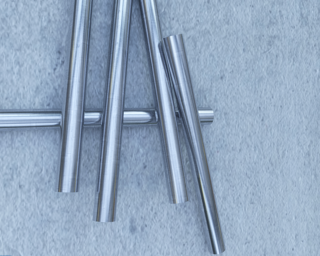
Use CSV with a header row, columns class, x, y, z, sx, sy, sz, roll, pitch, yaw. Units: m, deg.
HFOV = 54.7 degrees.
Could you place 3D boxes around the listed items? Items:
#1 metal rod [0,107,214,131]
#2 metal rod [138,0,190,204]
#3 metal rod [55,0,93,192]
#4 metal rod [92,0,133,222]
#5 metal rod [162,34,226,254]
class,x,y,z,sx,sy,sz,roll,pitch,yaw
metal rod,-0.072,-0.012,0.382,0.303,0.025,0.025,-2,91,-21
metal rod,0.001,-0.058,0.388,0.025,0.025,0.298,-7,85,-20
metal rod,-0.095,-0.079,0.355,0.025,0.025,0.298,5,81,-20
metal rod,-0.053,-0.045,0.367,0.025,0.025,0.298,7,79,-20
metal rod,0.048,0.031,0.407,0.025,0.025,0.298,-18,104,-19
